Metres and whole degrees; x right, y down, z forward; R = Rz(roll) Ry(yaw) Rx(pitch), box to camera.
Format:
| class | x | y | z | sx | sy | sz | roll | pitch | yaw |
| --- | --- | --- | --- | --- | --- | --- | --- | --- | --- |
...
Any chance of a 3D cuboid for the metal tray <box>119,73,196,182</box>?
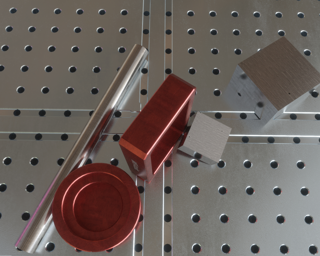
| class | x | y | z | sx | sy | sz | roll | pitch | yaw |
| --- | --- | --- | --- | --- | --- | --- | --- | --- | --- |
| metal tray | -0.001 | 0.007 | 0.353 | 0.030 | 0.130 | 0.090 | 33 | 73 | 11 |

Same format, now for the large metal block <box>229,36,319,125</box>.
| class | x | y | z | sx | sy | sz | roll | pitch | yaw |
| --- | --- | --- | --- | --- | --- | --- | --- | --- | --- |
| large metal block | 0.157 | -0.064 | 0.424 | 0.080 | 0.050 | 0.080 | -32 | 74 | -11 |

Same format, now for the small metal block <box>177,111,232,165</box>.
| class | x | y | z | sx | sy | sz | roll | pitch | yaw |
| --- | --- | --- | --- | --- | --- | --- | --- | --- | --- |
| small metal block | 0.058 | 0.014 | 0.402 | 0.050 | 0.025 | 0.050 | 27 | 71 | -6 |

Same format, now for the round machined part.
| class | x | y | z | sx | sy | sz | roll | pitch | yaw |
| --- | --- | --- | --- | --- | --- | --- | --- | --- | --- |
| round machined part | -0.072 | 0.094 | 0.367 | 0.099 | 0.042 | 0.098 | 1 | 71 | -2 |

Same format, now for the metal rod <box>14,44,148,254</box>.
| class | x | y | z | sx | sy | sz | roll | pitch | yaw |
| --- | --- | --- | --- | --- | --- | --- | --- | --- | --- |
| metal rod | -0.093 | 0.013 | 0.405 | 0.025 | 0.025 | 0.300 | 24 | 71 | 8 |
